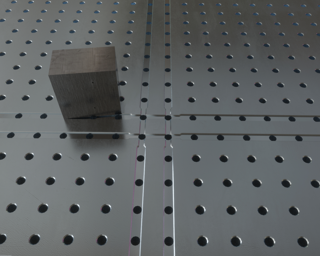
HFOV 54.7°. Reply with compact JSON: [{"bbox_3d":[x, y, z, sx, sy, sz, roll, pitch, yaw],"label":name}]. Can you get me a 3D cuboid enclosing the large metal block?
[{"bbox_3d":[-0.097,-0.060,0.422,0.081,0.080,0.050,-5,50,-5],"label":"large metal block"}]
